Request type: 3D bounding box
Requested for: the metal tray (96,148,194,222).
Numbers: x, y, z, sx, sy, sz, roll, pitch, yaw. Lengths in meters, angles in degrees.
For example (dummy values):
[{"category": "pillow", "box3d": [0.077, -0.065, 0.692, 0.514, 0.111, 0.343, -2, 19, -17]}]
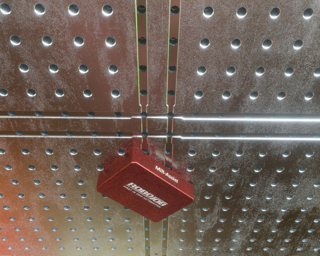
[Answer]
[{"category": "metal tray", "box3d": [-0.021, 0.094, 0.488, 0.130, 0.030, 0.090, 37, 121, -27]}]
